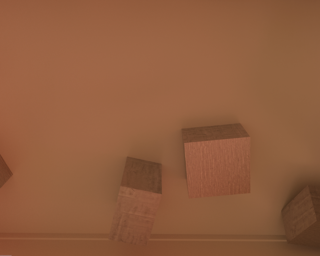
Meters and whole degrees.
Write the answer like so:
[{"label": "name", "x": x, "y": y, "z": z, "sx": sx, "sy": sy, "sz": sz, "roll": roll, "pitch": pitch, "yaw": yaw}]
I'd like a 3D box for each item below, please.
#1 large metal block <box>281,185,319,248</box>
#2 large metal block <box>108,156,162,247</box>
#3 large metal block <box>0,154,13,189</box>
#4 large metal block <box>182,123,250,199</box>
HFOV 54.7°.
[{"label": "large metal block", "x": 0.229, "y": 0.126, "z": 0.429, "sx": 0.081, "sy": 0.050, "sz": 0.080, "roll": 9, "pitch": 139, "yaw": -4}, {"label": "large metal block", "x": -0.032, "y": 0.096, "z": 0.417, "sx": 0.050, "sy": 0.080, "sz": 0.079, "roll": 13, "pitch": 110, "yaw": -5}, {"label": "large metal block", "x": -0.250, "y": 0.055, "z": 0.400, "sx": 0.050, "sy": 0.080, "sz": 0.080, "roll": -20, "pitch": 109, "yaw": 7}, {"label": "large metal block", "x": 0.074, "y": 0.043, "z": 0.414, "sx": 0.080, "sy": 0.050, "sz": 0.079, "roll": -6, "pitch": 110, "yaw": 2}]
